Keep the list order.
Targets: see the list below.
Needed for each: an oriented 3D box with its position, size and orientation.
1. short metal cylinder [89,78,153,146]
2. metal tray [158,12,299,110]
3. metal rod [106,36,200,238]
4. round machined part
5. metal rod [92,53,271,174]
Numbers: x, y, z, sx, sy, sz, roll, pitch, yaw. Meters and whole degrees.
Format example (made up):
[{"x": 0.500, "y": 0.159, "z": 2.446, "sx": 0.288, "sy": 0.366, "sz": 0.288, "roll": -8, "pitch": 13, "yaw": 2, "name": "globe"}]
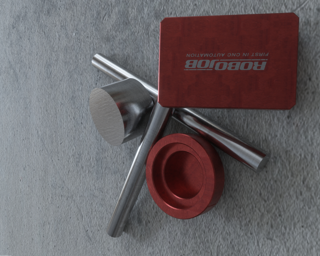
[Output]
[{"x": -0.051, "y": -0.022, "z": 0.415, "sx": 0.080, "sy": 0.050, "sz": 0.079, "roll": 29, "pitch": 132, "yaw": 40, "name": "short metal cylinder"}, {"x": 0.066, "y": -0.064, "z": 0.312, "sx": 0.131, "sy": 0.030, "sz": 0.089, "roll": 2, "pitch": 92, "yaw": 12, "name": "metal tray"}, {"x": -0.017, "y": 0.030, "z": 0.398, "sx": 0.025, "sy": 0.025, "sz": 0.298, "roll": 40, "pitch": 121, "yaw": 32, "name": "metal rod"}, {"x": 0.033, "y": 0.055, "z": 0.368, "sx": 0.098, "sy": 0.042, "sz": 0.097, "roll": 0, "pitch": 90, "yaw": 40, "name": "round machined part"}, {"x": 0.005, "y": -0.035, "z": 0.403, "sx": 0.300, "sy": 0.025, "sz": 0.025, "roll": 35, "pitch": 112, "yaw": 34, "name": "metal rod"}]
